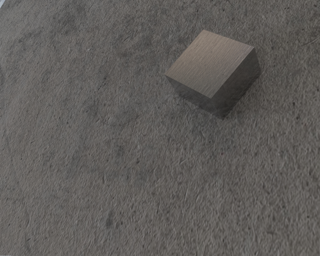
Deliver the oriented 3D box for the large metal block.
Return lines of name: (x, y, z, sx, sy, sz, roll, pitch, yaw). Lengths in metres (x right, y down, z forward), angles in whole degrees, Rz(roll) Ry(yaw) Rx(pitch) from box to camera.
large metal block: (0.068, -0.069, 0.396, 0.080, 0.050, 0.080, 35, 81, 38)
